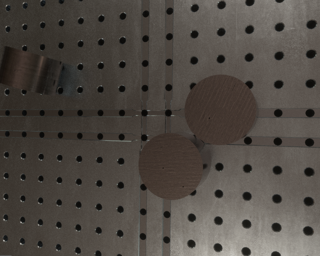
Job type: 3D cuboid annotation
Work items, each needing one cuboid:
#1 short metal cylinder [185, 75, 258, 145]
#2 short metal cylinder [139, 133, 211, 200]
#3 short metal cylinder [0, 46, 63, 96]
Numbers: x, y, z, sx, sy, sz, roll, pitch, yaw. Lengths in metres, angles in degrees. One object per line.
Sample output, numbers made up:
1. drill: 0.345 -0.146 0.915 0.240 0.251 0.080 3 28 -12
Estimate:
1. short metal cylinder: 0.075 -0.021 0.372 0.080 0.050 0.079 0 90 19
2. short metal cylinder: 0.020 0.046 0.392 0.080 0.050 0.079 0 90 19
3. short metal cylinder: -0.186 -0.082 0.447 0.080 0.080 0.050 17 96 19
